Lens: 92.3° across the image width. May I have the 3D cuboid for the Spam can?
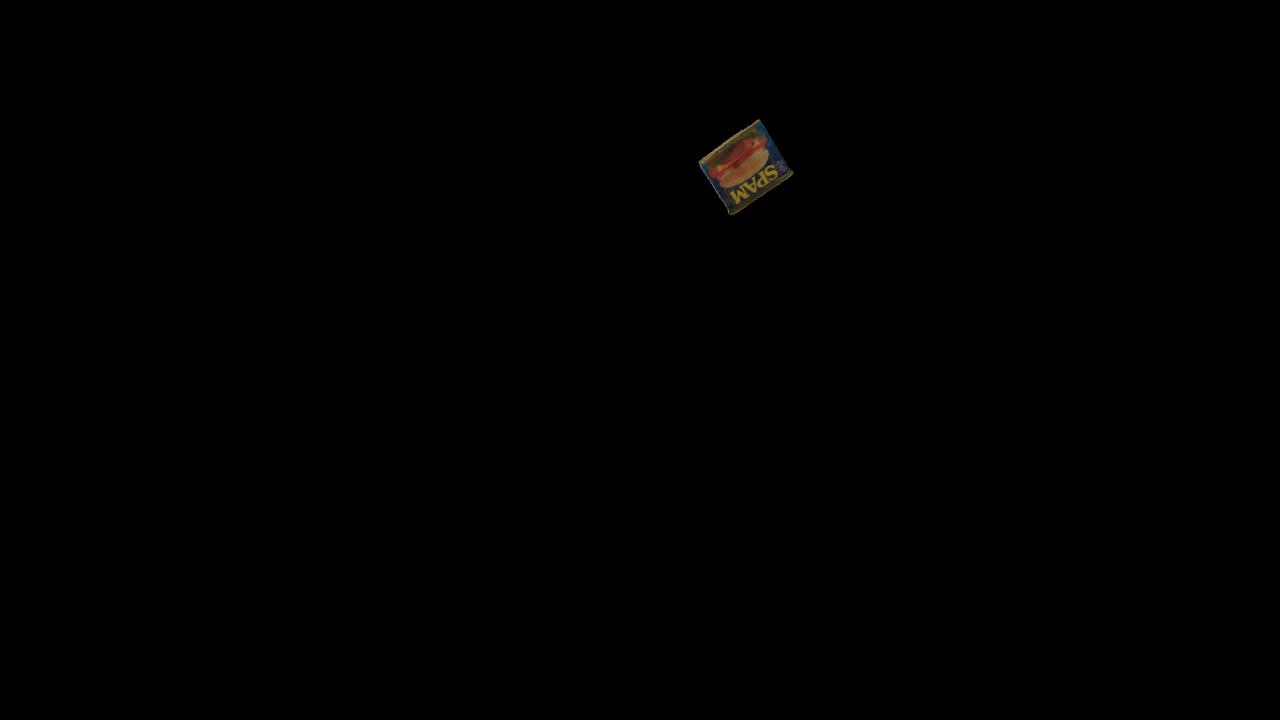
[{"bbox_3d":[0.143,-0.263,0.839,0.101,0.085,0.058,-32,15,13],"label":"Spam can"}]
